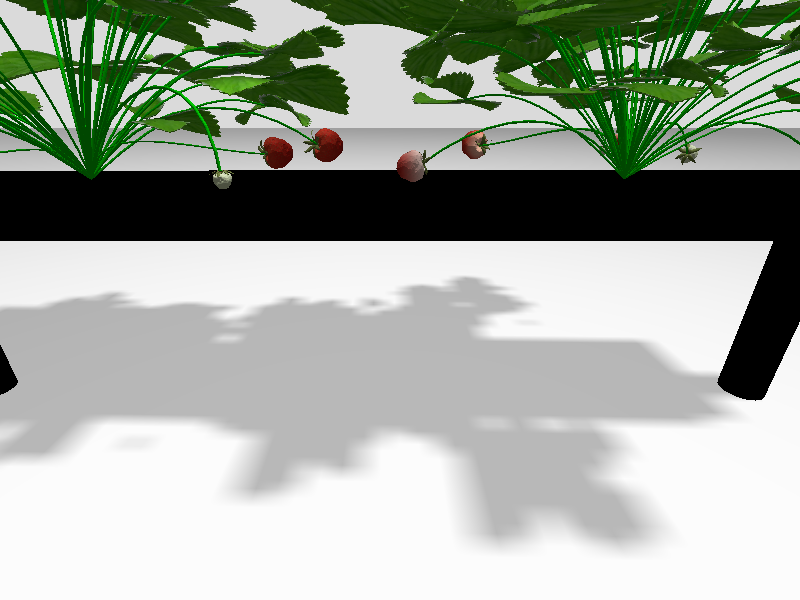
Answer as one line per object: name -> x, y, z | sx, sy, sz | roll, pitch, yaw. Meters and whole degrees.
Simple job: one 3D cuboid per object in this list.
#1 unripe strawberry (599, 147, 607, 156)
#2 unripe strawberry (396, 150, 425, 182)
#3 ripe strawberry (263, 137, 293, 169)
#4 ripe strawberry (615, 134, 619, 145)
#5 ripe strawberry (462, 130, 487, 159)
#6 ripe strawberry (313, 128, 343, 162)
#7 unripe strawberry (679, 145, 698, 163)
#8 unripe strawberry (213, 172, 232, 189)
unripe strawberry -> 0.262, -0.191, 0.517 | 0.010, 0.011, 0.011 | 9, 26, 18
unripe strawberry -> 0.008, -0.105, 0.316 | 0.022, 0.023, 0.020 | -13, 25, -1
ripe strawberry -> -0.119, -0.145, 0.395 | 0.028, 0.030, 0.026 | -11, 27, -24
ripe strawberry -> 0.304, -0.219, 0.556 | 0.024, 0.022, 0.022 | 11, 27, 22
ripe strawberry -> 0.091, -0.195, 0.502 | 0.032, 0.034, 0.035 | -12, 27, -25
ripe strawberry -> -0.079, -0.172, 0.447 | 0.034, 0.035, 0.031 | -6, 24, -36
unripe strawberry -> 0.321, -0.162, 0.445 | 0.018, 0.018, 0.016 | -10, 25, -43
unripe strawberry -> -0.104, -0.070, 0.234 | 0.010, 0.010, 0.011 | 16, 29, 31
